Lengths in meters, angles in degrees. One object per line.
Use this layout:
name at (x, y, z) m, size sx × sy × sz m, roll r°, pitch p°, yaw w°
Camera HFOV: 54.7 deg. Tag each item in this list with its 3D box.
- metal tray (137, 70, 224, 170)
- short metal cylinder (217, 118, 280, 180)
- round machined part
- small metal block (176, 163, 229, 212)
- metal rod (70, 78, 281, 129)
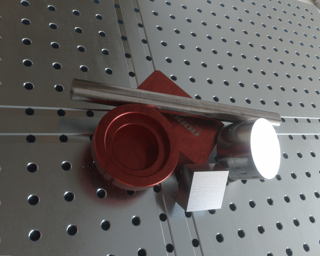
metal tray at (0.018, -0.010, 0.424) m, size 0.130 × 0.030 × 0.090 m, roll 40°, pitch 51°, yaw -2°
short metal cylinder at (0.122, 0.030, 0.422) m, size 0.081 × 0.050 × 0.080 m, roll 12°, pitch 73°, yaw -43°
round machined part at (-0.031, 0.025, 0.361) m, size 0.099 × 0.042 × 0.098 m, roll 9°, pitch 65°, yaw -19°
small metal block at (0.051, 0.071, 0.377) m, size 0.050 × 0.025 × 0.050 m, roll 3°, pitch 104°, yaw -28°
metal rod at (0.039, -0.027, 0.407) m, size 0.302 × 0.025 × 0.025 m, roll 7°, pitch 59°, yaw -25°
